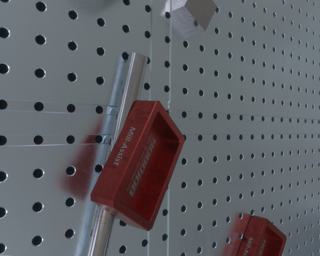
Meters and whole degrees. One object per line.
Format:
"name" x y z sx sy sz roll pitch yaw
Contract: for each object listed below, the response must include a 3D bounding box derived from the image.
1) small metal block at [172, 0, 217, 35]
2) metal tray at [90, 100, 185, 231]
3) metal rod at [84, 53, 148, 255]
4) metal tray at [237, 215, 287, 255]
"small metal block" 0.051 -0.174 0.452 0.050 0.025 0.050 39 66 -33
"metal tray" -0.019 0.043 0.365 0.090 0.030 0.130 53 51 -47
"metal rod" -0.055 0.056 0.363 0.025 0.025 0.299 18 78 -39
"metal tray" 0.177 0.236 0.555 0.090 0.030 0.130 42 64 -32
